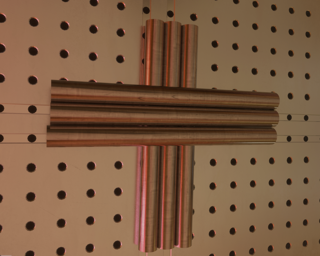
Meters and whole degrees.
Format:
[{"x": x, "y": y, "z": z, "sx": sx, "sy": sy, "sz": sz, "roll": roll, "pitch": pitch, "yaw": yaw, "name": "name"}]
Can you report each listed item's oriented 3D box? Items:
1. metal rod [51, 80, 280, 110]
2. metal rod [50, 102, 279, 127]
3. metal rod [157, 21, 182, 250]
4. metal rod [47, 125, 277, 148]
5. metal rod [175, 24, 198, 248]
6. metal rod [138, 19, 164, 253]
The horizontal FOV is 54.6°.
[{"x": 0.022, "y": -0.040, "z": 0.394, "sx": 0.302, "sy": 0.025, "sz": 0.025, "roll": 1, "pitch": 90, "yaw": -20, "name": "metal rod"}, {"x": 0.021, "y": -0.015, "z": 0.393, "sx": 0.302, "sy": 0.025, "sz": 0.025, "roll": 1, "pitch": 90, "yaw": -20, "name": "metal rod"}, {"x": 0.012, "y": 0.009, "z": 0.417, "sx": 0.025, "sy": 0.025, "sz": 0.298, "roll": 2, "pitch": 89, "yaw": -20, "name": "metal rod"}, {"x": 0.017, "y": 0.010, "z": 0.392, "sx": 0.302, "sy": 0.025, "sz": 0.025, "roll": 1, "pitch": 90, "yaw": -20, "name": "metal rod"}, {"x": 0.036, "y": 0.010, "z": 0.425, "sx": 0.025, "sy": 0.025, "sz": 0.298, "roll": 2, "pitch": 89, "yaw": -20, "name": "metal rod"}, {"x": -0.011, "y": 0.009, "z": 0.408, "sx": 0.025, "sy": 0.025, "sz": 0.298, "roll": 2, "pitch": 89, "yaw": -20, "name": "metal rod"}]
